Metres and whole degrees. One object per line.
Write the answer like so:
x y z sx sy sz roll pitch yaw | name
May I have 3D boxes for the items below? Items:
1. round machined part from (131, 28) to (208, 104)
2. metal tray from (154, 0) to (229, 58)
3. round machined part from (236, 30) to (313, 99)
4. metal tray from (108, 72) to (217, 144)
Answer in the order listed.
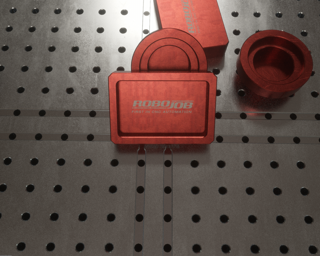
0.012 -0.084 0.416 0.099 0.042 0.097 0 110 -1 | round machined part
0.044 -0.166 0.470 0.091 0.030 0.129 -9 70 -4 | metal tray
0.157 -0.085 0.436 0.099 0.042 0.098 0 70 -1 | round machined part
0.003 -0.026 0.394 0.131 0.030 0.089 0 105 -1 | metal tray
